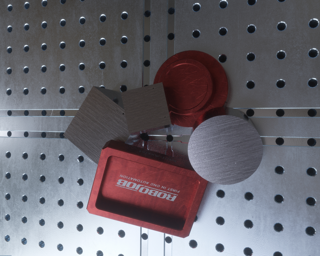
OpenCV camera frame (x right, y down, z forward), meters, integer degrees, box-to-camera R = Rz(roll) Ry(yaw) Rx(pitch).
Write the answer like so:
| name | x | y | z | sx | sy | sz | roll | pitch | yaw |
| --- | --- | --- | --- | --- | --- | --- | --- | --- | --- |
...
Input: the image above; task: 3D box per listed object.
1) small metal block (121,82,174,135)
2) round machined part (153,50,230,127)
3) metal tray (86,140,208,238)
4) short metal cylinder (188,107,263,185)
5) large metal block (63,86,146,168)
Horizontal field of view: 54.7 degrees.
| name | x | y | z | sx | sy | sz | roll | pitch | yaw |
| --- | --- | --- | --- | --- | --- | --- | --- | --- | --- |
| small metal block | -0.014 | -0.022 | 0.368 | 0.050 | 0.025 | 0.050 | -13 | 83 | 8 |
| round machined part | 0.036 | -0.050 | 0.390 | 0.098 | 0.042 | 0.097 | 0 | 90 | 20 |
| metal tray | -0.015 | 0.076 | 0.385 | 0.131 | 0.030 | 0.089 | 16 | 103 | -3 |
| short metal cylinder | 0.074 | 0.019 | 0.361 | 0.080 | 0.050 | 0.079 | 2 | 104 | 8 |
| large metal block | -0.070 | 0.000 | 0.424 | 0.080 | 0.050 | 0.080 | 37 | 102 | 16 |
